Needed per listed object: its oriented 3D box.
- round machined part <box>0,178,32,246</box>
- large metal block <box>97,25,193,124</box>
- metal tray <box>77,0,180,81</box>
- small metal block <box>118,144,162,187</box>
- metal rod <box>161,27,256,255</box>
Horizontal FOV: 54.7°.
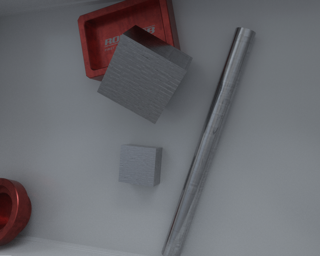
[{"bbox_3d":[-0.238,0.129,0.473,0.098,0.042,0.098,-8,68,22],"label":"round machined part"},{"bbox_3d":[-0.018,-0.065,0.377,0.080,0.050,0.079,29,121,-4],"label":"large metal block"},{"bbox_3d":[-0.043,-0.122,0.421,0.130,0.030,0.089,-11,87,19],"label":"metal tray"},{"bbox_3d":[-0.026,0.049,0.419,0.050,0.025,0.050,5,92,19],"label":"small metal block"},{"bbox_3d":[0.059,0.024,0.389,0.025,0.025,0.298,20,96,18],"label":"metal rod"}]
